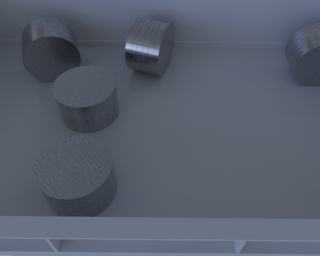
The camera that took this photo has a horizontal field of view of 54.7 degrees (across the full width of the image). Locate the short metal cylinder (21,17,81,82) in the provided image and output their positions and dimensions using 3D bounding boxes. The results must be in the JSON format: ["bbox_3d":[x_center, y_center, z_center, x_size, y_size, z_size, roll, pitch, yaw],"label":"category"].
[{"bbox_3d":[-0.164,-0.117,0.465,0.081,0.080,0.050,-13,52,-11],"label":"short metal cylinder"}]

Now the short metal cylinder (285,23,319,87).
[{"bbox_3d":[0.235,-0.108,0.464,0.081,0.080,0.050,0,50,-1],"label":"short metal cylinder"}]

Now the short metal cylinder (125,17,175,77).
[{"bbox_3d":[-0.014,-0.124,0.473,0.050,0.080,0.080,15,52,12],"label":"short metal cylinder"}]

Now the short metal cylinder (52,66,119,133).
[{"bbox_3d":[-0.099,-0.040,0.421,0.081,0.050,0.080,0,50,0],"label":"short metal cylinder"}]

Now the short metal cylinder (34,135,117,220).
[{"bbox_3d":[-0.090,0.054,0.342,0.081,0.050,0.080,0,50,0],"label":"short metal cylinder"}]
